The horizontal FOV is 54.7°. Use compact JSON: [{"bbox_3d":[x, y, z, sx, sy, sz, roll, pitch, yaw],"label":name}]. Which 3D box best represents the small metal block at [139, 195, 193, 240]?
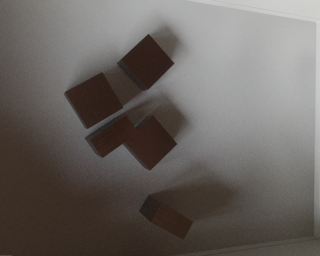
[{"bbox_3d":[0.007,0.114,0.400,0.050,0.050,0.025,34,79,-17],"label":"small metal block"}]

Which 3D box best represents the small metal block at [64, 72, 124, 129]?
[{"bbox_3d":[-0.081,-0.033,0.380,0.050,0.025,0.050,-33,101,-17],"label":"small metal block"}]

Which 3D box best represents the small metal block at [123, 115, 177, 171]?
[{"bbox_3d":[-0.015,0.019,0.405,0.050,0.025,0.050,-44,104,-15],"label":"small metal block"}]

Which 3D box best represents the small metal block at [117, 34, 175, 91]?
[{"bbox_3d":[-0.019,-0.084,0.403,0.050,0.025,0.050,47,76,-14],"label":"small metal block"}]

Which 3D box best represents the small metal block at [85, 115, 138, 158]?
[{"bbox_3d":[-0.060,0.009,0.375,0.050,0.050,0.025,-36,102,-16],"label":"small metal block"}]
